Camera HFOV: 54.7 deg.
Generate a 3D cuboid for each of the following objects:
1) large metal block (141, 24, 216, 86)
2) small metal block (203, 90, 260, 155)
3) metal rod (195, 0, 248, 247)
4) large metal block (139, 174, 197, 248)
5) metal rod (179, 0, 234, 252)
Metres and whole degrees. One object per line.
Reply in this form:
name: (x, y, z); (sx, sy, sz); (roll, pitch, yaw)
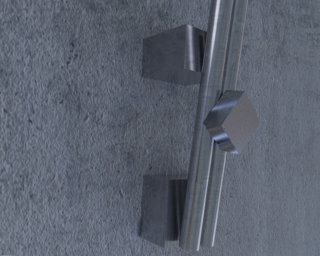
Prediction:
large metal block: (0.033, -0.088, 0.398); (0.081, 0.080, 0.050); (4, 88, -40)
small metal block: (0.082, -0.007, 0.347); (0.050, 0.025, 0.050); (-53, 126, -20)
metal rod: (0.073, -0.007, 0.372); (0.025, 0.025, 0.298); (4, 95, -40)
large metal block: (0.023, 0.104, 0.408); (0.081, 0.050, 0.080); (6, 86, -40)
metal rod: (0.053, -0.008, 0.355); (0.025, 0.025, 0.298); (4, 95, -40)
